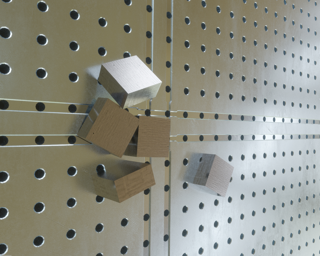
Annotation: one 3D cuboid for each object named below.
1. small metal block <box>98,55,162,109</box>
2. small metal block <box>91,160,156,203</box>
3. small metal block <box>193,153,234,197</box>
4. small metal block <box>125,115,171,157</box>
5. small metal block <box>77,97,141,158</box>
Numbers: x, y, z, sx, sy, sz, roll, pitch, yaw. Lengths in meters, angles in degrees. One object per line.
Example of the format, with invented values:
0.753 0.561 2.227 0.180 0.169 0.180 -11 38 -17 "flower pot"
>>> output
-0.035 -0.055 0.361 0.050 0.025 0.050 -25 64 -38 "small metal block"
-0.042 0.060 0.357 0.050 0.050 0.025 -21 103 -38 "small metal block"
0.083 0.073 0.478 0.050 0.025 0.050 34 69 -35 "small metal block"
-0.015 0.011 0.396 0.050 0.025 0.050 6 87 -40 "small metal block"
-0.058 0.000 0.356 0.050 0.025 0.050 35 75 -34 "small metal block"
